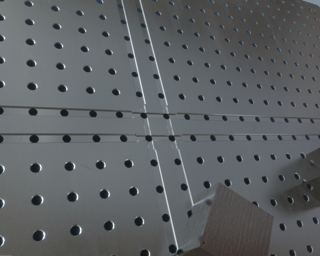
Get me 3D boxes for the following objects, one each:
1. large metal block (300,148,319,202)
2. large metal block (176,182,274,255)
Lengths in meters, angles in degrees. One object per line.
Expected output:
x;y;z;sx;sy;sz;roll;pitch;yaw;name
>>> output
0.276;0.064;0.481;0.050;0.080;0.080;41;51;0;large metal block
0.077;0.123;0.358;0.080;0.050;0.080;33;52;-7;large metal block
